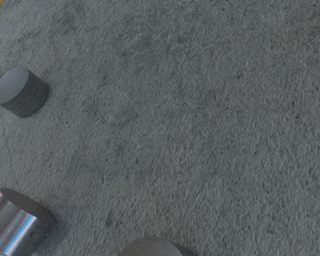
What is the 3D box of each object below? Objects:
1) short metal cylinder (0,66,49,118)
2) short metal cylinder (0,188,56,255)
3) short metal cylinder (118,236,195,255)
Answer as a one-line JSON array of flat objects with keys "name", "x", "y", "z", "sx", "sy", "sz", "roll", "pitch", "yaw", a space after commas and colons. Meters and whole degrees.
[{"name": "short metal cylinder", "x": -0.250, "y": -0.065, "z": 0.559, "sx": 0.080, "sy": 0.050, "sz": 0.080, "roll": -13, "pitch": 56, "yaw": 21}, {"name": "short metal cylinder", "x": -0.181, "y": 0.119, "z": 0.391, "sx": 0.080, "sy": 0.080, "sz": 0.050, "roll": 25, "pitch": 75, "yaw": 36}, {"name": "short metal cylinder", "x": -0.001, "y": 0.150, "z": 0.297, "sx": 0.080, "sy": 0.050, "sz": 0.080, "roll": -13, "pitch": 56, "yaw": 21}]
